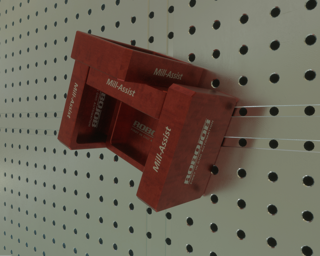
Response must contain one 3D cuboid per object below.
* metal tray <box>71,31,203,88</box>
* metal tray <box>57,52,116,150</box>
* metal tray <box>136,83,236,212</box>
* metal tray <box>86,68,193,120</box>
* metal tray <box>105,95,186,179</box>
[{"bbox_3d":[-0.022,-0.075,0.360,0.090,0.131,0.030,28,108,36],"label":"metal tray"},{"bbox_3d":[-0.085,-0.036,0.438,0.030,0.091,0.129,27,107,36],"label":"metal tray"},{"bbox_3d":[0.031,0.021,0.342,0.030,0.091,0.129,27,107,37],"label":"metal tray"},{"bbox_3d":[-0.015,-0.046,0.380,0.130,0.091,0.030,28,108,36],"label":"metal tray"},{"bbox_3d":[-0.013,0.010,0.417,0.130,0.030,0.089,28,107,36],"label":"metal tray"}]
